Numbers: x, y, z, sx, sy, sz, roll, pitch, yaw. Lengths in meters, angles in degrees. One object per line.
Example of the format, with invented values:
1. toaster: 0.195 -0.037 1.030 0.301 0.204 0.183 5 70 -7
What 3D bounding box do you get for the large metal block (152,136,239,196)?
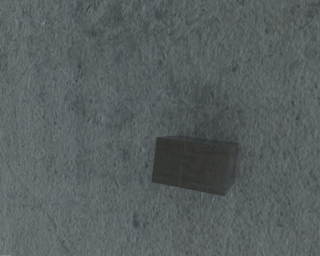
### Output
1. large metal block: 0.045 0.039 0.364 0.080 0.080 0.050 8 93 20
